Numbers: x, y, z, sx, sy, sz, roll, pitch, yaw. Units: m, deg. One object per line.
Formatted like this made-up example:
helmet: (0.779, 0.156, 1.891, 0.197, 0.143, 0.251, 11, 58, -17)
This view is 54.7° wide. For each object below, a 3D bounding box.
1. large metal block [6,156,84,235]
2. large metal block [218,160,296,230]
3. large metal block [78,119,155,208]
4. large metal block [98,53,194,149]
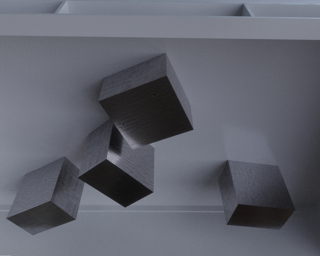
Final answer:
large metal block: (-0.163, 0.099, 0.456, 0.080, 0.080, 0.050, -24, 126, 18)
large metal block: (0.138, 0.098, 0.457, 0.081, 0.080, 0.050, 7, 130, -7)
large metal block: (-0.053, 0.044, 0.410, 0.050, 0.080, 0.080, -33, 123, 25)
large metal block: (-0.014, -0.030, 0.367, 0.080, 0.050, 0.080, -19, 128, 15)
